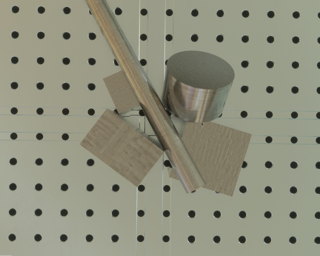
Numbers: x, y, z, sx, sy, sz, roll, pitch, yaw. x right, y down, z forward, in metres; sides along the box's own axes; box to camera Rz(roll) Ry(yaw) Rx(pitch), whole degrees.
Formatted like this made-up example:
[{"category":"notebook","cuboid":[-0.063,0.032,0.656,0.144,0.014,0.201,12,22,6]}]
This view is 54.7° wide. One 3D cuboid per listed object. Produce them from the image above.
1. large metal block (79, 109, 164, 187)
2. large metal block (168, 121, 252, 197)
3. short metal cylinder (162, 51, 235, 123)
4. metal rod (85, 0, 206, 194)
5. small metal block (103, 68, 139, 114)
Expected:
[{"category":"large metal block","cuboid":[-0.043,0.022,0.385,0.080,0.080,0.050,37,90,-1]},{"category":"large metal block","cuboid":[0.061,0.034,0.401,0.080,0.050,0.080,18,90,-1]},{"category":"short metal cylinder","cuboid":[0.045,-0.052,0.380,0.081,0.080,0.050,9,134,-1]},{"category":"metal rod","cuboid":[-0.027,-0.060,0.383,0.025,0.025,0.299,-28,79,0]},{"category":"small metal block","cuboid":[-0.041,-0.051,0.413,0.050,0.025,0.050,-24,90,-1]}]
